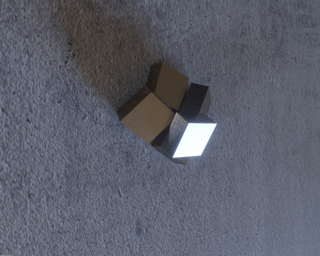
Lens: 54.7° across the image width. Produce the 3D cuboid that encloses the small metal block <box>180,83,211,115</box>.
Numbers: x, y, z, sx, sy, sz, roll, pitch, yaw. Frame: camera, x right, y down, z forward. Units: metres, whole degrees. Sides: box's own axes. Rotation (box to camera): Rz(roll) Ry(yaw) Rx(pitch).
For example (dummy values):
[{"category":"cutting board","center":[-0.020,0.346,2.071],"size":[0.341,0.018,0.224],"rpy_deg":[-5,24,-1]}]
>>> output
[{"category":"small metal block","center":[0.051,-0.028,0.437],"size":[0.050,0.025,0.050],"rpy_deg":[62,47,-64]}]

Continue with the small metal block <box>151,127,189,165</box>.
[{"category":"small metal block","center":[0.022,0.016,0.427],"size":[0.050,0.025,0.050],"rpy_deg":[40,66,-33]}]

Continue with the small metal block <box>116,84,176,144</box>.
[{"category":"small metal block","center":[-0.016,-0.017,0.380],"size":[0.050,0.025,0.050],"rpy_deg":[-43,124,9]}]

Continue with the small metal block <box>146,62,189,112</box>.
[{"category":"small metal block","center":[0.008,-0.053,0.415],"size":[0.050,0.025,0.050],"rpy_deg":[22,76,-38]}]

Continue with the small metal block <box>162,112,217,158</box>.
[{"category":"small metal block","center":[0.037,0.009,0.392],"size":[0.050,0.025,0.050],"rpy_deg":[0,123,-40]}]
